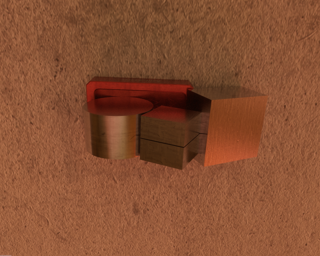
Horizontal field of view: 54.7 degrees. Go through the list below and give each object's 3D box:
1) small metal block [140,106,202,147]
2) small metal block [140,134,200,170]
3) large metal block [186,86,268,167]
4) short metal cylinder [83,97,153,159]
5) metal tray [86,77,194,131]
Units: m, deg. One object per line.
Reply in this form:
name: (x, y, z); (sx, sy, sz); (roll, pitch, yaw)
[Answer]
small metal block: (0.013, -0.004, 0.341); (0.050, 0.050, 0.025); (11, 111, 23)
small metal block: (0.012, 0.021, 0.349); (0.050, 0.050, 0.025); (11, 111, 23)
large metal block: (0.078, -0.005, 0.381); (0.081, 0.050, 0.079); (-7, 113, -26)
short metal cylinder: (-0.048, -0.003, 0.366); (0.081, 0.080, 0.050); (1, 110, -1)
metal tray: (-0.025, -0.017, 0.401); (0.131, 0.030, 0.089); (2, 110, -1)
